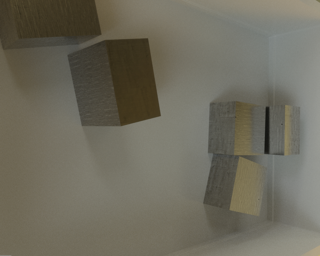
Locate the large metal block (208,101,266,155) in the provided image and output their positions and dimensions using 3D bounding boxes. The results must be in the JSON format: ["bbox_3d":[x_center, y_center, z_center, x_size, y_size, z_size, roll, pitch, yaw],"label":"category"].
[{"bbox_3d":[0.124,0.002,0.498,0.081,0.050,0.080,4,88,-40],"label":"large metal block"}]

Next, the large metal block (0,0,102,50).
[{"bbox_3d":[-0.112,-0.123,0.297,0.081,0.050,0.079,-17,101,-39],"label":"large metal block"}]

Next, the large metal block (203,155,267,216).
[{"bbox_3d":[0.122,0.091,0.496,0.080,0.050,0.080,22,76,-38],"label":"large metal block"}]

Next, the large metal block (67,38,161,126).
[{"bbox_3d":[-0.050,-0.046,0.330,0.050,0.080,0.079,-16,101,-39],"label":"large metal block"}]

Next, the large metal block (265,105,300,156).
[{"bbox_3d":[0.190,0.004,0.533,0.050,0.080,0.079,1,89,-40],"label":"large metal block"}]
